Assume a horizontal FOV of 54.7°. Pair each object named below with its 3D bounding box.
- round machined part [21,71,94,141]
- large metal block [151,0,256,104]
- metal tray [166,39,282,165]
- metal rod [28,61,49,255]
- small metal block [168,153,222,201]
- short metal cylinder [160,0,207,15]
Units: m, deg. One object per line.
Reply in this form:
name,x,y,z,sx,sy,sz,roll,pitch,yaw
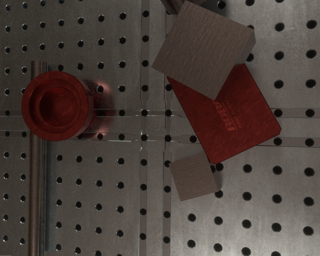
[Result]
round machined part,-0.142,-0.031,0.446,0.099,0.042,0.097,0,91,8
large metal block,0.050,-0.083,0.349,0.080,0.050,0.080,31,100,17
metal tray,0.077,-0.032,0.382,0.090,0.030,0.130,-29,81,17
metal rod,-0.187,0.048,0.476,0.025,0.025,0.298,1,90,19
small metal block,0.045,0.061,0.396,0.050,0.025,0.050,-20,84,18
short metal cylinder,0.029,-0.182,0.367,0.080,0.050,0.080,-24,41,23
